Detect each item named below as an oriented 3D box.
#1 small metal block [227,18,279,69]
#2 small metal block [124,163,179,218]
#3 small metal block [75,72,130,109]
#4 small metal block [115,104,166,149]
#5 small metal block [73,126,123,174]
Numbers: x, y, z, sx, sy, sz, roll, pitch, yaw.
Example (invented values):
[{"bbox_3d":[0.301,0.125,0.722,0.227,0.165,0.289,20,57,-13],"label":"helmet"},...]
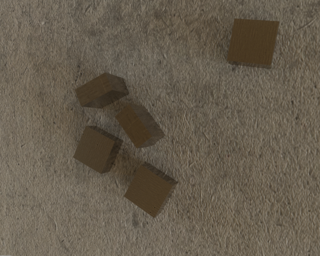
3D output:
[{"bbox_3d":[0.111,-0.100,0.370,0.050,0.025,0.050,11,94,19],"label":"small metal block"},{"bbox_3d":[-0.012,0.082,0.413,0.050,0.025,0.050,32,100,17],"label":"small metal block"},{"bbox_3d":[-0.078,-0.049,0.423,0.050,0.050,0.025,-25,82,18],"label":"small metal block"},{"bbox_3d":[-0.025,-0.002,0.404,0.025,0.050,0.050,-39,78,16],"label":"small metal block"},{"bbox_3d":[-0.088,0.030,0.440,0.050,0.025,0.050,27,99,18],"label":"small metal block"}]
